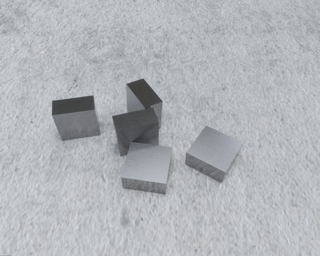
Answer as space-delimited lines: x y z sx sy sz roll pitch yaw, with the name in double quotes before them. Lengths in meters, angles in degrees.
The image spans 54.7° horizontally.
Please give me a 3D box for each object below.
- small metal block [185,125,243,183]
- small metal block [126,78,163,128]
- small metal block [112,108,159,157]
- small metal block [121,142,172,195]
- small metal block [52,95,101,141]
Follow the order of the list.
"small metal block" 0.066 0.031 0.378 0.050 0.025 0.050 26 55 20
"small metal block" -0.021 -0.028 0.410 0.025 0.050 0.050 -22 53 -22
"small metal block" -0.029 0.006 0.382 0.050 0.050 0.025 -13 51 -11
"small metal block" -0.014 0.046 0.364 0.050 0.025 0.050 7 50 5
"small metal block" -0.106 -0.012 0.396 0.050 0.050 0.025 -9 51 -8
